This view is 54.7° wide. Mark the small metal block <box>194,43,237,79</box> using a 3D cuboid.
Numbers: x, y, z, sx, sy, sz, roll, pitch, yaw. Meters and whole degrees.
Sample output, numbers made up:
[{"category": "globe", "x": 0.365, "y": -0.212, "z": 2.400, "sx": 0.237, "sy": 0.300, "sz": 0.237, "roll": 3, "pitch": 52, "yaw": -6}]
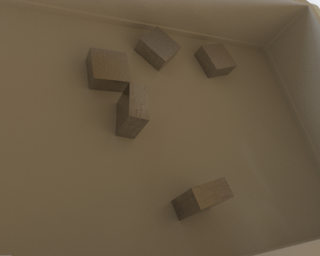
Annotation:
[{"category": "small metal block", "x": 0.095, "y": -0.115, "z": 0.526, "sx": 0.050, "sy": 0.025, "sz": 0.050, "roll": -17, "pitch": 71, "yaw": -35}]

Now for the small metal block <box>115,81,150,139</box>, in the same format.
[{"category": "small metal block", "x": -0.035, "y": -0.021, "z": 0.384, "sx": 0.025, "sy": 0.050, "sz": 0.050, "roll": 12, "pitch": 57, "yaw": -22}]

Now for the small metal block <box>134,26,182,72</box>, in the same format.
[{"category": "small metal block", "x": -0.003, "y": -0.123, "z": 0.479, "sx": 0.050, "sy": 0.025, "sz": 0.050, "roll": 41, "pitch": 51, "yaw": 0}]

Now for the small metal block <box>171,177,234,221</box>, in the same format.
[{"category": "small metal block", "x": 0.049, "y": 0.084, "z": 0.365, "sx": 0.050, "sy": 0.050, "sz": 0.025, "roll": -11, "pitch": 68, "yaw": -33}]

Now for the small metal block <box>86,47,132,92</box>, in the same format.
[{"category": "small metal block", "x": -0.069, "y": -0.077, "z": 0.415, "sx": 0.050, "sy": 0.025, "sz": 0.050, "roll": 2, "pitch": 61, "yaw": -27}]
